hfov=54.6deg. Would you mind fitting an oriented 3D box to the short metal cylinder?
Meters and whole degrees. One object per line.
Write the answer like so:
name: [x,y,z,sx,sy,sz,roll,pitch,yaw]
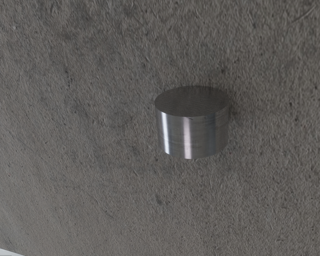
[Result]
short metal cylinder: [0.036,-0.009,0.347,0.080,0.080,0.050,9,122,24]
